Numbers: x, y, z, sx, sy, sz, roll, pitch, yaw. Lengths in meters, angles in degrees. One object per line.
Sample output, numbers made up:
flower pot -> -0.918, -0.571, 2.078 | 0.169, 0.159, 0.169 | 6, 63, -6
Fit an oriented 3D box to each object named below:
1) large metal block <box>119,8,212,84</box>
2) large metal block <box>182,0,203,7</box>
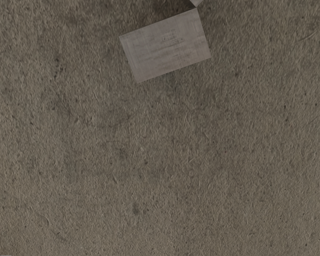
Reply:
large metal block -> 0.006, -0.094, 0.346 | 0.080, 0.080, 0.050 | -18, 109, 6
large metal block -> 0.023, -0.172, 0.317 | 0.080, 0.080, 0.050 | 43, 105, -14
